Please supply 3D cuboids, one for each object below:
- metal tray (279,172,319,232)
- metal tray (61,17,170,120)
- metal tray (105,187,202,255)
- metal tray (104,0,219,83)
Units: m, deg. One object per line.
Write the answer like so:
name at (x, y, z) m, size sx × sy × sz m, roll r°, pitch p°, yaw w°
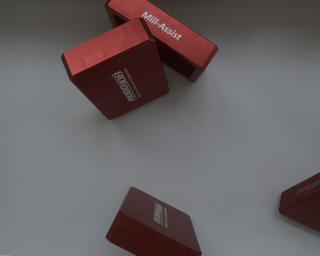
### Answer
metal tray at (0.215, 0.089, 0.362) m, size 0.090 × 0.129 × 0.030 m, roll 25°, pitch 58°, yaw 0°
metal tray at (-0.042, -0.060, 0.357) m, size 0.090 × 0.130 × 0.030 m, roll -26°, pitch 71°, yaw 0°
metal tray at (-0.006, 0.113, 0.359) m, size 0.090 × 0.130 × 0.030 m, roll 27°, pitch 90°, yaw 0°
metal tray at (0.001, -0.109, 0.378) m, size 0.130 × 0.090 × 0.030 m, roll 33°, pitch 88°, yaw 0°
